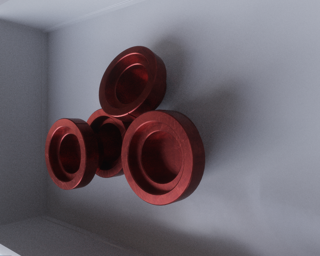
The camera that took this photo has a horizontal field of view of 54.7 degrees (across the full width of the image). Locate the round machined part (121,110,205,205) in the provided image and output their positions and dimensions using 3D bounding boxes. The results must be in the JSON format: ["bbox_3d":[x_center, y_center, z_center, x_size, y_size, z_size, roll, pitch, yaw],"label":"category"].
[{"bbox_3d":[0.007,0.030,0.334,0.098,0.042,0.097,0,90,40],"label":"round machined part"}]

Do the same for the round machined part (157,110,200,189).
[{"bbox_3d":[0.012,0.027,0.385,0.098,0.042,0.097,0,90,40],"label":"round machined part"}]

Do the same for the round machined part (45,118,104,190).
[{"bbox_3d":[-0.117,0.035,0.436,0.098,0.042,0.097,0,90,40],"label":"round machined part"}]

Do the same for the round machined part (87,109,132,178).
[{"bbox_3d":[-0.065,0.021,0.448,0.098,0.042,0.097,0,90,40],"label":"round machined part"}]

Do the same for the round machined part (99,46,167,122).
[{"bbox_3d":[-0.031,-0.054,0.407,0.098,0.042,0.098,-15,63,33],"label":"round machined part"}]
